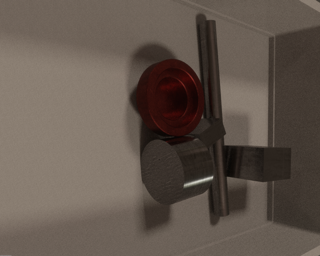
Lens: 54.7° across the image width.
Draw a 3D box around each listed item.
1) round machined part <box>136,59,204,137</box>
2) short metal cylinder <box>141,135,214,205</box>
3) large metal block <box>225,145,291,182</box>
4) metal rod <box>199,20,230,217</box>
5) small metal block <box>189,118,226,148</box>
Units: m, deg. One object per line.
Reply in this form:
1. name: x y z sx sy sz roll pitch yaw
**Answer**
1. round machined part: 0.009 -0.037 0.403 0.099 0.042 0.097 3 86 -40
2. short metal cylinder: 0.020 0.051 0.390 0.050 0.080 0.079 -7 95 -40
3. large metal block: 0.155 0.055 0.504 0.081 0.080 0.050 3 88 -40
4. metal rod: 0.084 -0.012 0.479 0.025 0.025 0.298 -9 96 -40
5. small metal block: 0.056 0.008 0.440 0.050 0.050 0.025 -33 111 -35
